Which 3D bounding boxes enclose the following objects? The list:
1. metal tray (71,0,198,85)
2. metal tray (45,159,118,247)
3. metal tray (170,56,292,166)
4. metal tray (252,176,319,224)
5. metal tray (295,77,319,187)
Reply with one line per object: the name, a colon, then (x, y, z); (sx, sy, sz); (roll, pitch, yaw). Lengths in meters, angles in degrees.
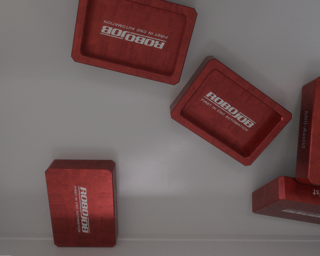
metal tray: (-0.031, -0.110, 0.367); (0.131, 0.030, 0.089); (13, 110, -5)
metal tray: (-0.109, 0.110, 0.448); (0.091, 0.030, 0.129); (1, 110, -1)
metal tray: (0.090, -0.020, 0.401); (0.130, 0.030, 0.090); (33, 107, -12)
metal tray: (0.204, 0.102, 0.419); (0.131, 0.030, 0.090); (10, 153, -4)
metal tray: (0.221, 0.009, 0.380); (0.091, 0.030, 0.129); (10, 79, -4)
